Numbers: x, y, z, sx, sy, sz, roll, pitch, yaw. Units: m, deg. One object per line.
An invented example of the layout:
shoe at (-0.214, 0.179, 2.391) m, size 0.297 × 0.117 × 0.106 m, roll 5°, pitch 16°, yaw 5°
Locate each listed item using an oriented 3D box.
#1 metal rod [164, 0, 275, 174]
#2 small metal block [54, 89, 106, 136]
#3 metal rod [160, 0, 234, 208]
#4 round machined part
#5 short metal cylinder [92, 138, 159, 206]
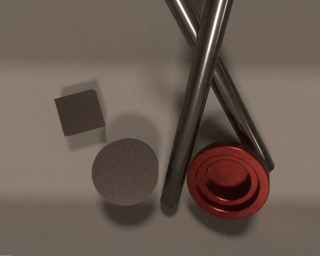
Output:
metal rod at (0.066, -0.061, 0.356) m, size 0.025 × 0.025 × 0.299 m, roll -34°, pitch 114°, yaw 0°
small metal block at (-0.105, -0.020, 0.410) m, size 0.050 × 0.025 × 0.050 m, roll -15°, pitch 90°, yaw -1°
metal rod at (0.039, -0.030, 0.343) m, size 0.025 × 0.025 × 0.298 m, roll 11°, pitch 118°, yaw -1°
round machined part at (0.087, 0.062, 0.392) m, size 0.098 × 0.042 × 0.097 m, roll 6°, pitch 109°, yaw 17°
short metal cylinder at (-0.042, 0.054, 0.398) m, size 0.081 × 0.050 × 0.079 m, roll 0°, pitch 90°, yaw -1°
